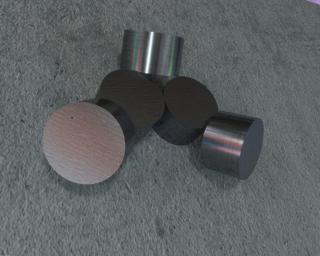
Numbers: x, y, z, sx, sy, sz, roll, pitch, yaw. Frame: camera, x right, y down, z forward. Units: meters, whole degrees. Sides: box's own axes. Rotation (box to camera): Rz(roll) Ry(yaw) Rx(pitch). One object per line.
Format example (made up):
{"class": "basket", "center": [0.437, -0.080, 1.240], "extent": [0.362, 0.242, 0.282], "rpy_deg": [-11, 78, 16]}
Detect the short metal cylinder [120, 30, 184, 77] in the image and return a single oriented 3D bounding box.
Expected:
{"class": "short metal cylinder", "center": [-0.011, -0.100, 0.417], "extent": [0.081, 0.080, 0.050], "rpy_deg": [2, 104, -28]}

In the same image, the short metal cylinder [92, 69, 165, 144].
{"class": "short metal cylinder", "center": [-0.041, -0.025, 0.382], "extent": [0.081, 0.050, 0.080], "rpy_deg": [14, 56, -21]}

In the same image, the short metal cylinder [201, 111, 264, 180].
{"class": "short metal cylinder", "center": [0.095, 0.021, 0.400], "extent": [0.050, 0.080, 0.080], "rpy_deg": [15, 41, 33]}

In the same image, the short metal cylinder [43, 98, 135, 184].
{"class": "short metal cylinder", "center": [-0.070, 0.011, 0.317], "extent": [0.080, 0.080, 0.050], "rpy_deg": [40, 11, -2]}

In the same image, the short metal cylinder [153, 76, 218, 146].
{"class": "short metal cylinder", "center": [0.031, -0.023, 0.419], "extent": [0.081, 0.050, 0.080], "rpy_deg": [14, 56, -21]}
